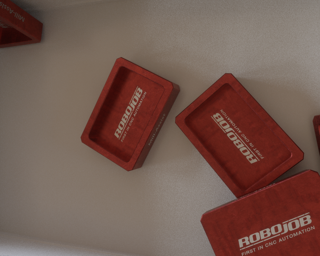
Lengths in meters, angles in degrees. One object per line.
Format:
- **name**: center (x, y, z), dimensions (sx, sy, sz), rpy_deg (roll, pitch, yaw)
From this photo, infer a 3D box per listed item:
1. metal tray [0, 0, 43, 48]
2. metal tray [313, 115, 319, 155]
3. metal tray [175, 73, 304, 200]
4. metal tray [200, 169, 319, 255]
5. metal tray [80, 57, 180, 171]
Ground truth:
- **metal tray**: center (-0.246, -0.159, 0.440), dimensions (0.090, 0.130, 0.030), rpy_deg (-2, 79, 20)
- **metal tray**: center (0.201, 0.045, 0.302), dimensions (0.030, 0.090, 0.129), rpy_deg (-10, 87, -6)
- **metal tray**: center (0.093, 0.010, 0.374), dimensions (0.090, 0.030, 0.130), rpy_deg (-42, 77, 15)
- **metal tray**: center (0.121, 0.109, 0.326), dimensions (0.130, 0.030, 0.090), rpy_deg (-27, 76, 12)
- **metal tray**: center (-0.042, -0.019, 0.422), dimensions (0.090, 0.030, 0.129), rpy_deg (29, 99, 17)
